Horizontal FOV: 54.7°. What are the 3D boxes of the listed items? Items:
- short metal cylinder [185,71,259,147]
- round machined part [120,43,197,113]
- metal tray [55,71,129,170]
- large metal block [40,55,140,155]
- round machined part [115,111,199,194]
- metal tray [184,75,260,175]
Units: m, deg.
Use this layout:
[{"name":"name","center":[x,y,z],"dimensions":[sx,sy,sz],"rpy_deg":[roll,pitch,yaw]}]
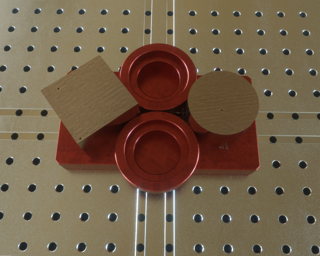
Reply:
[{"name":"short metal cylinder","center":[0.072,-0.022,0.374],"dimensions":[0.081,0.050,0.080],"rpy_deg":[0,70,0]},{"name":"round machined part","center":[-0.002,-0.061,0.415],"dimensions":[0.099,0.042,0.098],"rpy_deg":[0,70,0]},{"name":"metal tray","center":[-0.082,-0.012,0.412],"dimensions":[0.091,0.030,0.130],"rpy_deg":[1,70,-1]},{"name":"large metal block","center":[-0.081,-0.027,0.376],"dimensions":[0.080,0.050,0.080],"rpy_deg":[-35,74,-12]},{"name":"round machined part","center":[-0.003,0.032,0.381],"dimensions":[0.099,0.042,0.098],"rpy_deg":[0,70,0]},{"name":"metal tray","center":[0.077,-0.006,0.409],"dimensions":[0.091,0.030,0.130],"rpy_deg":[1,70,0]}]
